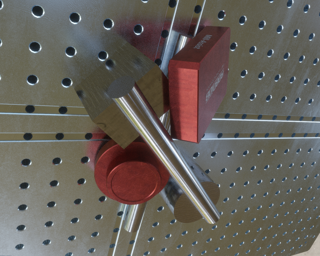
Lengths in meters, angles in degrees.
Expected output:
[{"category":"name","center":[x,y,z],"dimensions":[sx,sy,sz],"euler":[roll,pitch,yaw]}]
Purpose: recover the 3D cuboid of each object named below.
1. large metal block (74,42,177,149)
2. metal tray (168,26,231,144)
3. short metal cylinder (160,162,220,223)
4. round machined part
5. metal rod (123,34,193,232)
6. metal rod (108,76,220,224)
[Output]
[{"category":"large metal block","center":[-0.037,-0.038,0.334],"dimensions":[0.080,0.080,0.050],"euler":[-41,130,0]},{"category":"metal tray","center":[0.049,-0.054,0.352],"dimensions":[0.131,0.030,0.089],"euler":[-53,146,-50]},{"category":"short metal cylinder","center":[0.046,0.101,0.485],"dimensions":[0.081,0.050,0.079],"euler":[-14,125,-21]},{"category":"round machined part","center":[-0.035,0.060,0.399],"dimensions":[0.099,0.042,0.097],"euler":[-4,117,-8]},{"category":"metal rod","center":[-0.005,0.023,0.424],"dimensions":[0.025,0.025,0.298],"euler":[2,117,-30]},{"category":"metal rod","center":[0.024,0.050,0.365],"dimensions":[0.025,0.025,0.300],"euler":[-37,138,-4]}]
